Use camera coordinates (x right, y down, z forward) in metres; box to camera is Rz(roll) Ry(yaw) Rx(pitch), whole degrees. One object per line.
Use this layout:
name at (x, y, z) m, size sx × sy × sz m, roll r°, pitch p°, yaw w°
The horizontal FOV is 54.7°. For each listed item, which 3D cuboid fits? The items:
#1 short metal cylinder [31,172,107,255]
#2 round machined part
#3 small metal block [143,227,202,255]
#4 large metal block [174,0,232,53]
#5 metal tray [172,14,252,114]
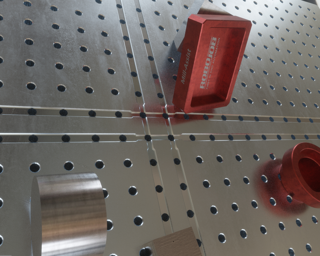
short metal cylinder at (-0.085, 0.081, 0.278) m, size 0.050 × 0.080 × 0.080 m, roll 0°, pitch 62°, yaw -28°
round machined part at (0.224, 0.074, 0.472) m, size 0.099 × 0.042 × 0.098 m, roll 14°, pitch 56°, yaw -21°
small metal block at (0.017, 0.140, 0.332) m, size 0.050 × 0.025 × 0.050 m, roll -7°, pitch 66°, yaw -31°
large metal block at (0.065, -0.154, 0.483) m, size 0.050 × 0.080 × 0.080 m, roll 25°, pitch 24°, yaw -13°
metal tray at (0.071, -0.089, 0.435) m, size 0.091 × 0.129 × 0.030 m, roll -12°, pitch 36°, yaw -33°
